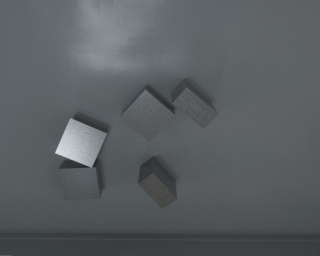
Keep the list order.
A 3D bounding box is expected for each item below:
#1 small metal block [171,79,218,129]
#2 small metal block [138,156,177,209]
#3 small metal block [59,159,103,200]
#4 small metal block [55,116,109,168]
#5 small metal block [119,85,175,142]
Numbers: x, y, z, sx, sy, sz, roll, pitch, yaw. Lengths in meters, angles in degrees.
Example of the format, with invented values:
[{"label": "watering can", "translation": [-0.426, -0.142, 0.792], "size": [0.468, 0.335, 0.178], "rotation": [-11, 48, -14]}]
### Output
[{"label": "small metal block", "translation": [0.042, -0.031, 0.387], "size": [0.050, 0.050, 0.025], "rotation": [38, 106, -13]}, {"label": "small metal block", "translation": [-0.003, 0.074, 0.425], "size": [0.025, 0.050, 0.050], "rotation": [-37, 106, 12]}, {"label": "small metal block", "translation": [-0.110, 0.073, 0.437], "size": [0.050, 0.025, 0.050], "rotation": [-3, 110, 1]}, {"label": "small metal block", "translation": [-0.103, 0.018, 0.411], "size": [0.050, 0.025, 0.050], "rotation": [24, 95, -9]}, {"label": "small metal block", "translation": [-0.016, -0.019, 0.404], "size": [0.050, 0.025, 0.050], "rotation": [40, 105, -14]}]
